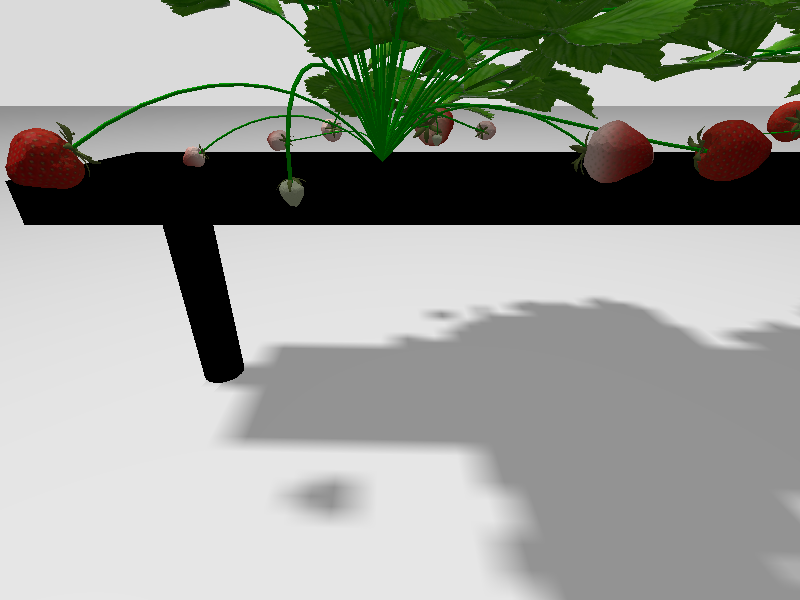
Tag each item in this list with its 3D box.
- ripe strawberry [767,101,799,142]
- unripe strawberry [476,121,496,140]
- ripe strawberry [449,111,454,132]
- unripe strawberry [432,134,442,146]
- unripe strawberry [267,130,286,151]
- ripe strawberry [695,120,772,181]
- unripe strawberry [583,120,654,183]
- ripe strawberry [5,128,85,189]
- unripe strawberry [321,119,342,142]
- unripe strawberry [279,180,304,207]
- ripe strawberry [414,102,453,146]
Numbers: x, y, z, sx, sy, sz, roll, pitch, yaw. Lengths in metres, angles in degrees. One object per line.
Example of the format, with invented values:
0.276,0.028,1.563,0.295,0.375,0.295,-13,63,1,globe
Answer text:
0.467,-0.215,0.482,0.043,0.045,0.046,5,27,9,ripe strawberry
0.103,-0.202,0.477,0.024,0.021,0.022,18,32,31,unripe strawberry
0.044,-0.214,0.481,0.043,0.037,0.043,9,28,17,ripe strawberry
0.039,-0.167,0.417,0.010,0.011,0.011,14,30,25,unripe strawberry
-0.117,-0.154,0.385,0.022,0.019,0.022,15,31,28,unripe strawberry
0.216,-0.096,0.260,0.038,0.037,0.035,9,29,16,ripe strawberry
0.137,-0.091,0.249,0.038,0.037,0.035,15,31,26,unripe strawberry
-0.196,-0.075,0.219,0.033,0.033,0.036,-34,39,-19,ripe strawberry
-0.080,-0.198,0.468,0.024,0.025,0.026,-11,13,-20,unripe strawberry
-0.047,-0.046,0.174,0.010,0.011,0.011,5,28,9,unripe strawberry
0.038,-0.193,0.439,0.042,0.044,0.046,11,29,20,ripe strawberry
